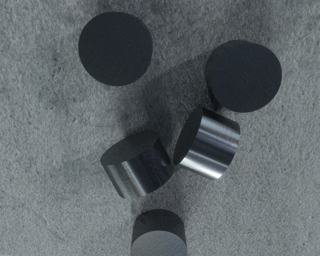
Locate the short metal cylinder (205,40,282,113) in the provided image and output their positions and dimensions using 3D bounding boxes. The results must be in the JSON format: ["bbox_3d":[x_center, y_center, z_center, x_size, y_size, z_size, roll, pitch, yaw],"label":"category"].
[{"bbox_3d":[0.098,-0.064,0.374,0.081,0.050,0.079,0,110,-1],"label":"short metal cylinder"}]

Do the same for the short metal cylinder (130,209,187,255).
[{"bbox_3d":[-0.002,0.168,0.459,0.081,0.050,0.079,0,110,-1],"label":"short metal cylinder"}]

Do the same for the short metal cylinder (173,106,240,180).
[{"bbox_3d":[0.057,0.019,0.388,0.050,0.080,0.080,24,108,-9],"label":"short metal cylinder"}]

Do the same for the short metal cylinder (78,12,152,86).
[{"bbox_3d":[-0.049,-0.093,0.361,0.081,0.050,0.079,0,110,-1],"label":"short metal cylinder"}]

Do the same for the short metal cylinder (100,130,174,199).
[{"bbox_3d":[-0.029,0.045,0.397,0.080,0.080,0.050,-22,109,7],"label":"short metal cylinder"}]
